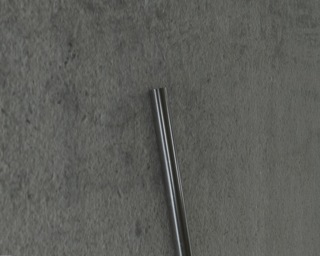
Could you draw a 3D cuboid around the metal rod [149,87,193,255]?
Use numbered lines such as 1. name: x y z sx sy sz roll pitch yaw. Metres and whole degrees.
1. metal rod: 0.020 0.094 0.424 0.025 0.025 0.298 -15 100 -39
